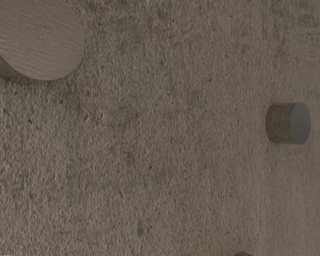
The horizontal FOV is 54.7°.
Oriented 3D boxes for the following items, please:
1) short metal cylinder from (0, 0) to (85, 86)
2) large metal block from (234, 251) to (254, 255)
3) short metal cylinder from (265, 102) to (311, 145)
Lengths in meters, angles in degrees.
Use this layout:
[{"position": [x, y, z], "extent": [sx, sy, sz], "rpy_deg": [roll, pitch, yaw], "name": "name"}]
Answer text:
[{"position": [-0.119, -0.082, 0.289], "extent": [0.081, 0.050, 0.079], "rpy_deg": [0, 90, -40], "name": "short metal cylinder"}, {"position": [0.131, 0.259, 0.499], "extent": [0.081, 0.050, 0.079], "rpy_deg": [-7, 95, -40], "name": "large metal block"}, {"position": [0.247, -0.009, 0.596], "extent": [0.081, 0.050, 0.079], "rpy_deg": [0, 90, -40], "name": "short metal cylinder"}]
